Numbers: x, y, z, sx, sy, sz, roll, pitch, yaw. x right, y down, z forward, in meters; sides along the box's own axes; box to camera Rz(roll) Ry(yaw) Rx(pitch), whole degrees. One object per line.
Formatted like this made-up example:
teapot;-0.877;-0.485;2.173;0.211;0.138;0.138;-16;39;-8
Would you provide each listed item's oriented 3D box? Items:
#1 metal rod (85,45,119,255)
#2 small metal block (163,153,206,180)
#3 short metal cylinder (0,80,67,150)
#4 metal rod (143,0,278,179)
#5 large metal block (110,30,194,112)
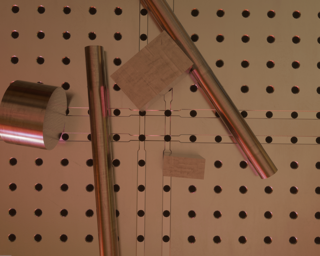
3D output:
metal rod;-0.077;0.042;0.412;0.025;0.025;0.298;-4;90;-1
small metal block;0.029;0.048;0.401;0.050;0.050;0.025;5;90;-1
short metal cylinder;-0.154;-0.016;0.384;0.050;0.080;0.080;10;90;0
metal rod;0.064;-0.063;0.414;0.025;0.025;0.299;-34;90;0
large metal block;-0.009;-0.065;0.386;0.080;0.080;0.050;-40;91;0
